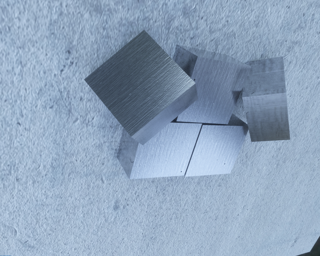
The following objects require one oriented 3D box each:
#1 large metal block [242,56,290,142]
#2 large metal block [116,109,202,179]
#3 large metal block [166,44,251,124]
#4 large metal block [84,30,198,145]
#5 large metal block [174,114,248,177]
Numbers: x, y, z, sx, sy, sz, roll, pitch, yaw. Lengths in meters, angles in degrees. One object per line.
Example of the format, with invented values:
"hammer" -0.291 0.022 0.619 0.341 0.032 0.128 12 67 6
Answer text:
"large metal block" 0.146 -0.039 0.423 0.050 0.080 0.080 -5 132 23
"large metal block" -0.003 0.017 0.402 0.081 0.050 0.079 1 118 -30
"large metal block" 0.055 -0.053 0.391 0.081 0.050 0.079 3 117 -30
"large metal block" -0.018 -0.041 0.330 0.080 0.080 0.050 -40 164 -1
"large metal block" 0.068 0.020 0.441 0.081 0.050 0.079 1 118 -30
